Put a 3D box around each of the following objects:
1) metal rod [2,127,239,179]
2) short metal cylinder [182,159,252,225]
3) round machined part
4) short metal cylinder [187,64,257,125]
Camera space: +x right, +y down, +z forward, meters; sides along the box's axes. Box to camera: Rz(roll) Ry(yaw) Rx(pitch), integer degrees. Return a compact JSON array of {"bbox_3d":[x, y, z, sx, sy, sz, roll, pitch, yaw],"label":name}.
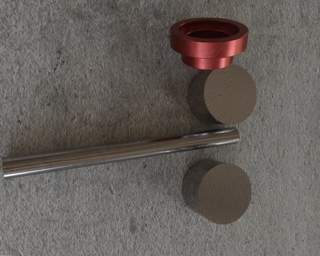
[{"bbox_3d":[-0.033,0.028,0.397,0.303,0.025,0.025,-7,93,-20],"label":"metal rod"},{"bbox_3d":[0.077,0.085,0.426,0.081,0.050,0.079,0,90,-21],"label":"short metal cylinder"},{"bbox_3d":[0.062,-0.109,0.403,0.099,0.098,0.042,-16,128,-20],"label":"round machined part"},{"bbox_3d":[0.085,-0.045,0.428,0.081,0.050,0.079,0,90,-21],"label":"short metal cylinder"}]
